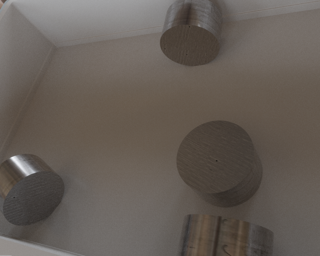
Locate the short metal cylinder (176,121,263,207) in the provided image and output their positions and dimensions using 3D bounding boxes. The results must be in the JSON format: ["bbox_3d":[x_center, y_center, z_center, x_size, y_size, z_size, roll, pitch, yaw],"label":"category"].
[{"bbox_3d":[0.064,0.039,0.332,0.080,0.050,0.080,-13,56,21],"label":"short metal cylinder"}]

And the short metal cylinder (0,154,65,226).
[{"bbox_3d":[-0.177,0.081,0.414,0.050,0.080,0.080,29,78,37],"label":"short metal cylinder"}]

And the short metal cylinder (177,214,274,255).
[{"bbox_3d":[0.056,0.112,0.272,0.080,0.080,0.050,0,62,28],"label":"short metal cylinder"}]

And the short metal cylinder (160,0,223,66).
[{"bbox_3d":[0.044,-0.131,0.428,0.080,0.080,0.050,-3,60,27],"label":"short metal cylinder"}]
